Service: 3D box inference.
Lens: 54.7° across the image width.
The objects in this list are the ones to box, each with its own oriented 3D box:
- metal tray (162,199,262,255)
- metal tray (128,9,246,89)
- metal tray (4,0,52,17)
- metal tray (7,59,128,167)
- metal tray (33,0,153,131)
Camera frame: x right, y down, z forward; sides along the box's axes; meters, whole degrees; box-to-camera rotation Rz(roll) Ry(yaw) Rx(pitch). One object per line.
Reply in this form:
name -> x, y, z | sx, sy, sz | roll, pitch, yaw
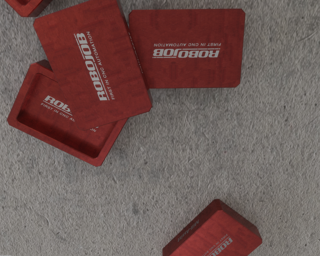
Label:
metal tray -> 0.077, 0.181, 0.475 | 0.090, 0.030, 0.130 | 38, 106, -13
metal tray -> 0.031, -0.095, 0.372 | 0.131, 0.030, 0.089 | -1, 110, 0
metal tray -> -0.133, -0.197, 0.333 | 0.130, 0.030, 0.090 | -40, 106, 13
metal tray -> -0.115, -0.017, 0.399 | 0.131, 0.030, 0.090 | 28, 108, -10
metal tray -> -0.070, -0.070, 0.348 | 0.090, 0.030, 0.129 | -17, 109, 6
